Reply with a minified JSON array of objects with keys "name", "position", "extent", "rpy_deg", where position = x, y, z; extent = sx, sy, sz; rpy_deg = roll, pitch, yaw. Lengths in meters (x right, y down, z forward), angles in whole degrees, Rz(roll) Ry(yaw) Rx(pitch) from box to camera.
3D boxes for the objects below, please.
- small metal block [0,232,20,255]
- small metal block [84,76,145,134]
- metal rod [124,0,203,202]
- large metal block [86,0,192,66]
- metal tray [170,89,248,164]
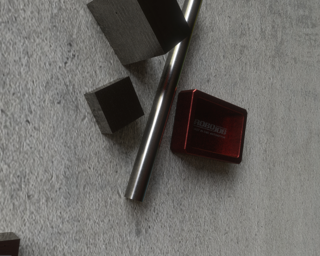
[{"name":"small metal block","position":[-0.157,0.123,0.274],"extent":[0.050,0.025,0.050],"rpy_deg":[9,84,-40]},{"name":"small metal block","position":[-0.052,-0.027,0.362],"extent":[0.050,0.025,0.050],"rpy_deg":[-33,111,-35]},{"name":"metal rod","position":[0.009,-0.052,0.414],"extent":[0.025,0.025,0.299],"rpy_deg":[27,73,-37]},{"name":"large metal block","position":[-0.024,-0.124,0.350],"extent":[0.050,0.080,0.080],"rpy_deg":[-45,118,-31]},{"name":"metal tray","position":[0.078,0.002,0.469],"extent":[0.131,0.030,0.090],"rpy_deg":[15,81,-39]}]
